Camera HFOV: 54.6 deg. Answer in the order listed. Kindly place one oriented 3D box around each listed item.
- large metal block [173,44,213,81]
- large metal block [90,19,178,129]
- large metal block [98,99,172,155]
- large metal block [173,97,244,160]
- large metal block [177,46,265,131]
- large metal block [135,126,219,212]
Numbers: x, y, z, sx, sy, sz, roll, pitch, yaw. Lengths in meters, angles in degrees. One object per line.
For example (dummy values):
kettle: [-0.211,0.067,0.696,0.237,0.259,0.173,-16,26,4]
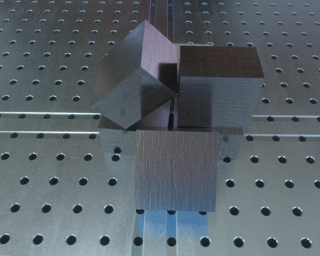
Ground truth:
large metal block: [0.027,-0.081,0.431,0.080,0.080,0.050,2,89,1]
large metal block: [-0.027,-0.058,0.345,0.080,0.050,0.080,-31,40,33]
large metal block: [-0.027,-0.011,0.401,0.080,0.050,0.080,5,50,4]
large metal block: [0.058,-0.008,0.398,0.080,0.050,0.080,2,50,2]
large metal block: [0.061,-0.042,0.343,0.080,0.080,0.050,1,50,1]
large metal block: [0.017,0.041,0.331,0.080,0.050,0.080,2,95,1]
